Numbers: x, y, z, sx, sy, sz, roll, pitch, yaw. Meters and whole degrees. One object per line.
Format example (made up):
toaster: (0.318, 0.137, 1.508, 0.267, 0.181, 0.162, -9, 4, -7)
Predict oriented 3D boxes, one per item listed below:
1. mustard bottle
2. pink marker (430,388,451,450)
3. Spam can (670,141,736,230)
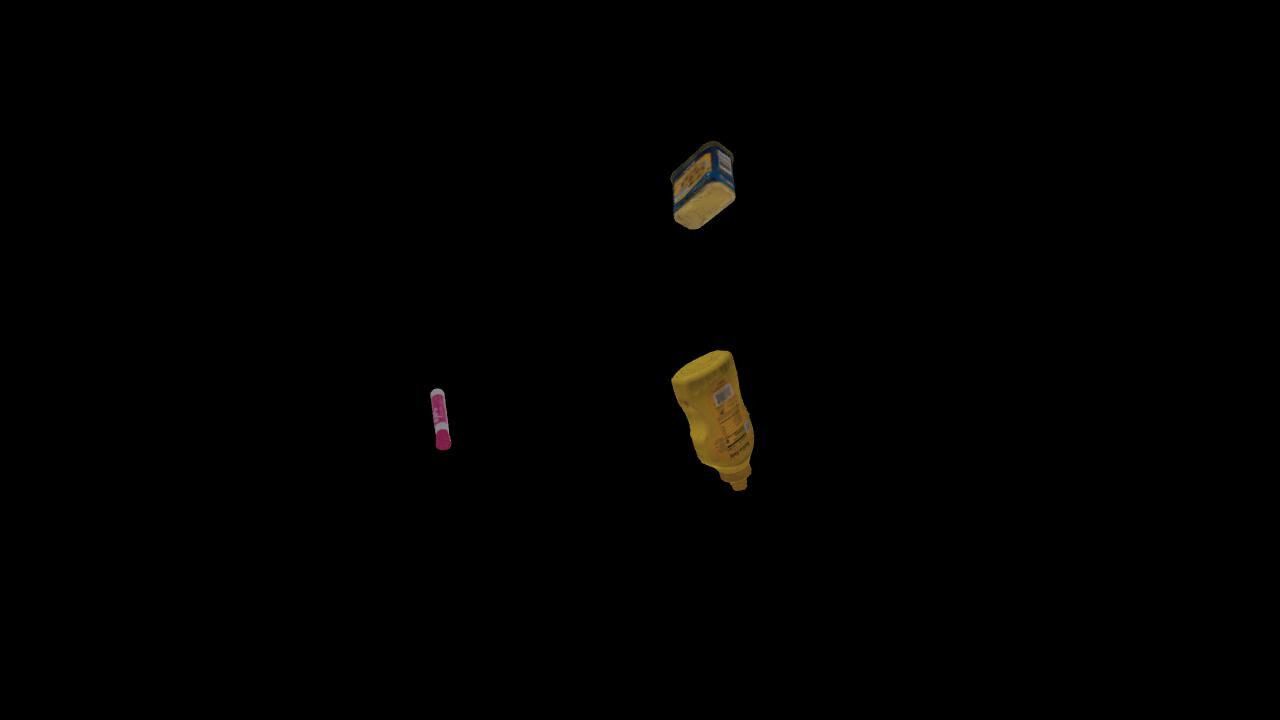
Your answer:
mustard bottle: (0.104, 0.087, 0.784, 0.054, 0.184, 0.092, 0, 26, 47)
pink marker: (-0.262, 0.078, 0.808, 0.020, 0.020, 0.121, 0, 31, -23)
Spam can: (0.093, -0.257, 0.914, 0.058, 0.085, 0.101, 24, -39, -31)
